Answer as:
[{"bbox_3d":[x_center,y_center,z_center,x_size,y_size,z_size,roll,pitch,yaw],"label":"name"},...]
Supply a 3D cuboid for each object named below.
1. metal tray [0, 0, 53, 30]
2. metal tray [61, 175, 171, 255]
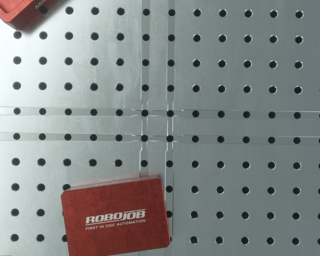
[{"bbox_3d":[-0.177,-0.207,0.409,0.130,0.030,0.090,-42,90,0],"label":"metal tray"},{"bbox_3d":[-0.057,0.117,0.411,0.131,0.030,0.090,-8,90,0],"label":"metal tray"}]
